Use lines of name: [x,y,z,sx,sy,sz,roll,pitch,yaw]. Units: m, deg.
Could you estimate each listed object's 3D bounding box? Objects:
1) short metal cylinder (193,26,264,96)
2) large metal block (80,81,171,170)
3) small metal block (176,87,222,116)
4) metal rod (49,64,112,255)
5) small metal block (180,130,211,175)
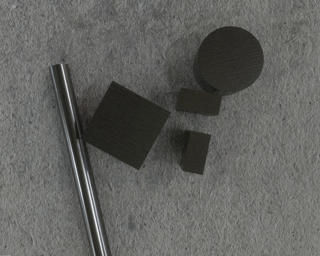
short metal cylinder: [0.085,-0.083,0.399,0.081,0.050,0.079,0,90,-1]
large metal block: [-0.041,-0.003,0.397,0.080,0.050,0.080,29,90,-1]
small metal block: [0.048,-0.032,0.398,0.050,0.050,0.025,10,90,-1]
metal rod: [-0.101,0.064,0.408,0.025,0.025,0.298,-13,90,0]
small metal block: [0.044,0.030,0.398,0.025,0.050,0.050,12,90,0]
